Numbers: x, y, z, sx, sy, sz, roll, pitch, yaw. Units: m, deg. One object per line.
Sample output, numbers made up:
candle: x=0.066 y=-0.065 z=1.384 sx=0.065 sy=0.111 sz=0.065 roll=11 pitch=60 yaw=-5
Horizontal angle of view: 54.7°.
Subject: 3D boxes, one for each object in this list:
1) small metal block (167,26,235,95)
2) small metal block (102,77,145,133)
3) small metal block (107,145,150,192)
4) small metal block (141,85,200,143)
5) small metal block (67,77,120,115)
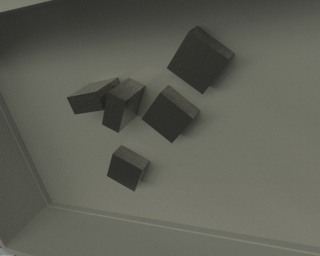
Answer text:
small metal block: x=0.044 y=-0.074 z=0.339 sx=0.050 sy=0.025 sz=0.050 roll=37 pitch=129 yaw=3
small metal block: x=-0.047 y=-0.030 z=0.397 sx=0.025 sy=0.050 sz=0.050 roll=27 pitch=128 yaw=11
small metal block: x=-0.049 y=0.061 z=0.471 sx=0.050 sy=0.025 sz=0.050 roll=28 pitch=128 yaw=10
small metal block: x=0.013 y=-0.017 z=0.390 sx=0.050 sy=0.025 sz=0.050 roll=39 pitch=129 yaw=1
small metal block: x=-0.084 y=-0.043 z=0.409 sx=0.050 sy=0.050 sz=0.025 roll=-6 pitch=116 yaw=30
